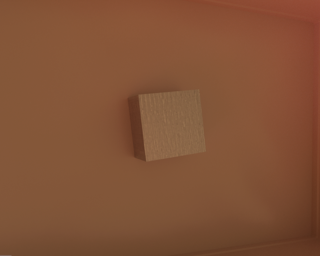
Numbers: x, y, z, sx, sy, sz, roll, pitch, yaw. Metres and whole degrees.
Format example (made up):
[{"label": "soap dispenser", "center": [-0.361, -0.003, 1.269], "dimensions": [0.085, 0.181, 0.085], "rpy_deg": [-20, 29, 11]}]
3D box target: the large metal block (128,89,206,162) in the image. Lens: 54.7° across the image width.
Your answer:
[{"label": "large metal block", "center": [0.008, -0.005, 0.401], "dimensions": [0.081, 0.050, 0.079], "rpy_deg": [-7, 93, -20]}]
